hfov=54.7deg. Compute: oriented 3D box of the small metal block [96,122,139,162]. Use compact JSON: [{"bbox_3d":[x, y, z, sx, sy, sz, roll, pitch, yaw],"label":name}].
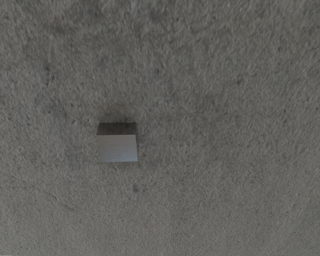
[{"bbox_3d":[-0.056,0.020,0.423,0.050,0.025,0.050,-1,130,0],"label":"small metal block"}]
